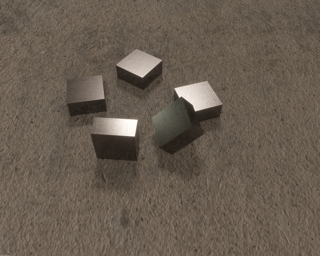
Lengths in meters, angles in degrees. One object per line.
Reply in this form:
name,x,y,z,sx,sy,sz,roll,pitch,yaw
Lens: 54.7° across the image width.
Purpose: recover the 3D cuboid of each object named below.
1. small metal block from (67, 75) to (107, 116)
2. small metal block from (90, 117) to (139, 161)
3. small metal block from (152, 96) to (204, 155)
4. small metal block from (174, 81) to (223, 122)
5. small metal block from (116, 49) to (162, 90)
small metal block,-0.105,-0.047,0.441,0.050,0.025,0.050,-8,51,-8
small metal block,-0.052,0.014,0.374,0.050,0.050,0.025,4,50,2
small metal block,0.021,-0.003,0.389,0.050,0.025,0.050,-35,47,23
small metal block,0.052,-0.036,0.434,0.050,0.025,0.050,-14,52,-12
small metal block,-0.031,-0.091,0.480,0.050,0.025,0.050,28,55,21
